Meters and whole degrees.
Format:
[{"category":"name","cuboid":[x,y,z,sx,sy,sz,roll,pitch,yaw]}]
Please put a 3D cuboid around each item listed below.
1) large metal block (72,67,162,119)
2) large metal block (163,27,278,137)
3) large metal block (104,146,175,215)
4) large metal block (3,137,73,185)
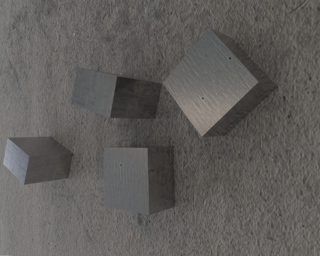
[{"category":"large metal block","cuboid":[-0.058,-0.046,0.417,0.080,0.081,0.050,19,102,38]},{"category":"large metal block","cuboid":[0.063,-0.047,0.337,0.080,0.050,0.080,-48,62,29]},{"category":"large metal block","cuboid":[-0.028,0.065,0.412,0.080,0.050,0.080,-2,89,40]},{"category":"large metal block","cuboid":[-0.215,0.054,0.547,0.080,0.081,0.050,26,107,37]}]
